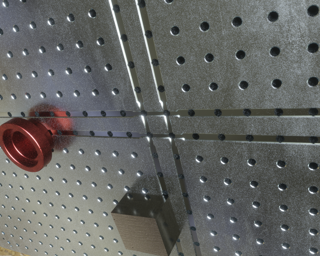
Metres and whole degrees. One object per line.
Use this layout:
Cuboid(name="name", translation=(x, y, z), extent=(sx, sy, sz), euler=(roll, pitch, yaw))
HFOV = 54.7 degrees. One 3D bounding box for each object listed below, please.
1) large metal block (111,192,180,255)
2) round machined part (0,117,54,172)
Cuboid(name="large metal block", translation=(-0.022, 0.155, 0.502), extent=(0.080, 0.050, 0.080), euler=(-2, 118, 29))
Cuboid(name="round machined part", translation=(-0.225, 0.025, 0.534), extent=(0.098, 0.042, 0.097), euler=(13, 124, 21))
